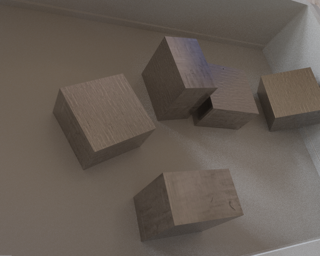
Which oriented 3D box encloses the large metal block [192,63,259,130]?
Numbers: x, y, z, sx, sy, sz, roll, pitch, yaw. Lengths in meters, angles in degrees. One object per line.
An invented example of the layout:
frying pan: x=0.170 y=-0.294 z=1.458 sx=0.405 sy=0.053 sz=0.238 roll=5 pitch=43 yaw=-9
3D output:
large metal block: x=0.091 y=-0.047 z=0.467 sx=0.081 sy=0.050 sz=0.080 roll=5 pitch=60 yaw=-26

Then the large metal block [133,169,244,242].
large metal block: x=0.027 y=0.083 z=0.334 sx=0.081 sy=0.080 sz=0.050 roll=1 pitch=62 yaw=-28

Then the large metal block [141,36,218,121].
large metal block: x=0.023 y=-0.065 z=0.422 sx=0.050 sy=0.080 sz=0.080 roll=-5 pitch=65 yaw=-31

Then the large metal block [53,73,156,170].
large metal block: x=-0.065 y=-0.009 z=0.360 sx=0.081 sy=0.050 sz=0.080 roll=-22 pitch=73 yaw=-36

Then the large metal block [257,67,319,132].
large metal block: x=0.214 y=-0.046 z=0.510 sx=0.080 sy=0.050 sz=0.080 roll=-10 pitch=62 yaw=4
